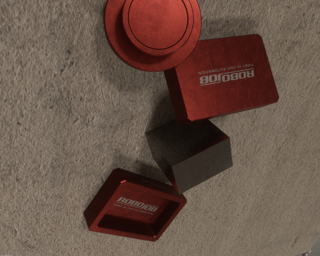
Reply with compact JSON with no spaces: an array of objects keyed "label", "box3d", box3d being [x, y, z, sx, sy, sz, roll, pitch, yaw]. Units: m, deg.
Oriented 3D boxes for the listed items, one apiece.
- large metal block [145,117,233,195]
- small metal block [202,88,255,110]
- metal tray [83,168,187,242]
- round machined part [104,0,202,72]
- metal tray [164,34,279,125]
[{"label":"large metal block","box3d":[0.037,0.028,0.411,0.080,0.080,0.050,-25,128,-13]},{"label":"small metal block","box3d":[0.090,-0.048,0.412,0.050,0.050,0.025,-22,126,-16]},{"label":"metal tray","box3d":[-0.033,0.118,0.459,0.131,0.030,0.090,26,104,-38]},{"label":"round machined part","box3d":[-0.005,-0.105,0.306,0.099,0.042,0.097,-2,100,-12]},{"label":"metal tray","box3d":[0.074,-0.061,0.376,0.131,0.030,0.090,-13,86,-22]}]
